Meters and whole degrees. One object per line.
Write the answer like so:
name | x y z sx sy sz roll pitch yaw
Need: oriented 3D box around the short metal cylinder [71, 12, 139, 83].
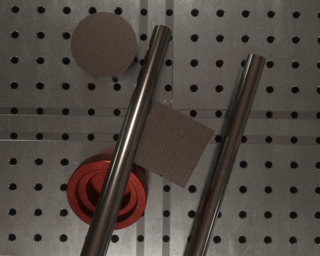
short metal cylinder | -0.068 -0.101 0.400 0.081 0.050 0.079 0 90 -1

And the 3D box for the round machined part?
round machined part | -0.064 0.077 0.394 0.099 0.042 0.097 1 110 4

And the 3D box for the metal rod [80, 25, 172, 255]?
metal rod | -0.033 0.005 0.361 0.025 0.025 0.299 16 69 0

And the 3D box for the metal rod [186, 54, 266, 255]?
metal rod | 0.086 0.048 0.414 0.025 0.025 0.298 17 90 -1

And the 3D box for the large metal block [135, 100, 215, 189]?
large metal block | 0.012 0.020 0.401 0.080 0.050 0.080 28 90 -1
